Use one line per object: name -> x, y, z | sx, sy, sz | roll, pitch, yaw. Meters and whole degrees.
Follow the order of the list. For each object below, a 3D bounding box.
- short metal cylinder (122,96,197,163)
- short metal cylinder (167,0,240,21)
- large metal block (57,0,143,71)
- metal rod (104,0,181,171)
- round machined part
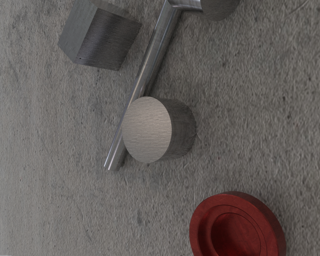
short metal cylinder -> -0.002, 0.002, 0.390 | 0.080, 0.050, 0.080 | 0, 90, 40
short metal cylinder -> 0.050, -0.160, 0.328 | 0.050, 0.081, 0.079 | 33, 111, 35
large metal block -> -0.085, -0.133, 0.439 | 0.050, 0.081, 0.080 | 47, 118, 30
metal rod -> -0.017, -0.073, 0.419 | 0.025, 0.025, 0.298 | 35, 112, 34
round machined part -> 0.083, 0.115, 0.326 | 0.098, 0.042, 0.097 | 0, 90, 40
